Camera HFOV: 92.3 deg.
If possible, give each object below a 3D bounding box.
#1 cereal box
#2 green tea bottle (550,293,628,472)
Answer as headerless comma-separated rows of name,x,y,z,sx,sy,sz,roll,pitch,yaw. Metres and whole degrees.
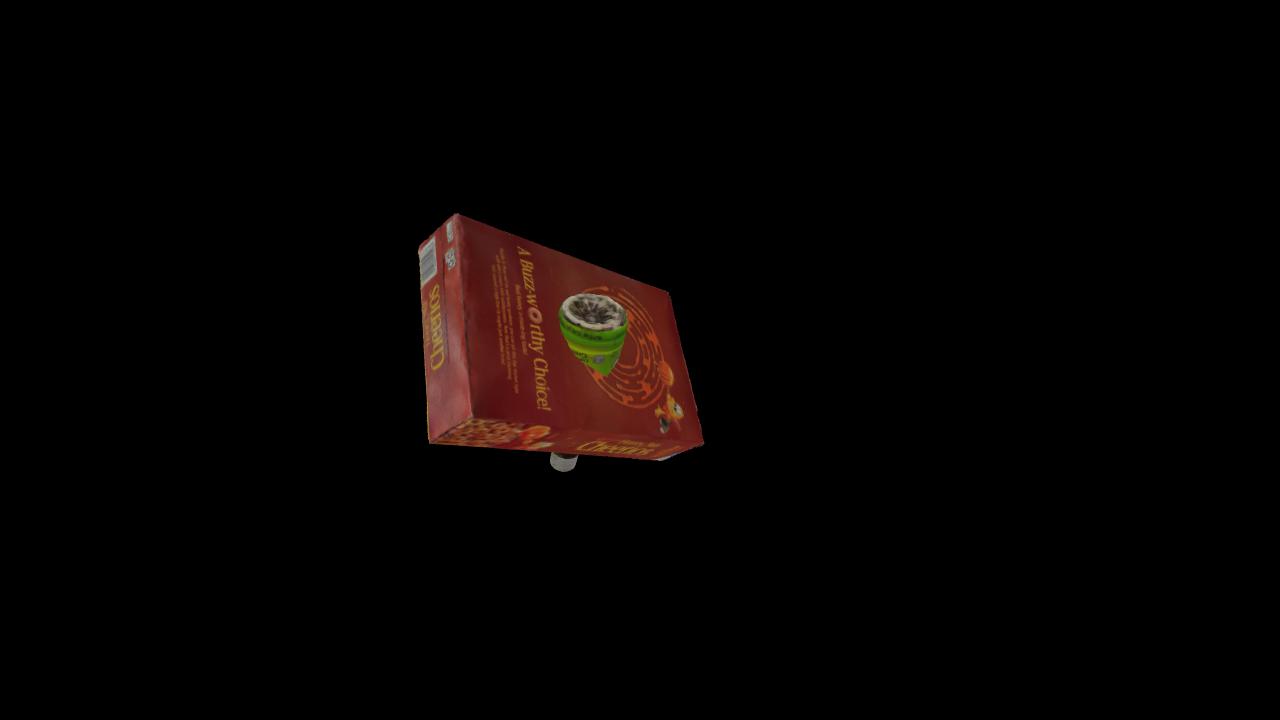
cereal box,-0.070,-0.006,0.641,0.081,0.203,0.306,-29,-28,35
green tea bottle,-0.065,0.035,0.650,0.073,0.212,0.073,9,34,-6
